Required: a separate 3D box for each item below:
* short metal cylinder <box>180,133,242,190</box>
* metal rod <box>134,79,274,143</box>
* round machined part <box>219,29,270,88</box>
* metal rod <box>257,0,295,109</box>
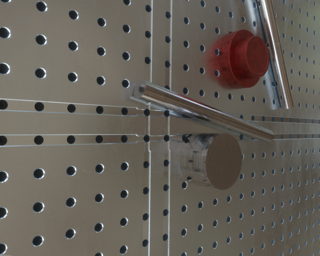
[{"bbox_3d":[0.076,0.047,0.456,0.081,0.050,0.080,0,90,-40],"label":"short metal cylinder"},{"bbox_3d":[0.088,-0.017,0.482,0.302,0.025,0.025,16,80,-39],"label":"metal rod"},{"bbox_3d":[0.147,-0.117,0.521,0.099,0.042,0.097,0,90,-40],"label":"round machined part"},{"bbox_3d":[0.211,-0.179,0.585,0.025,0.025,0.298,-30,109,-36],"label":"metal rod"}]
